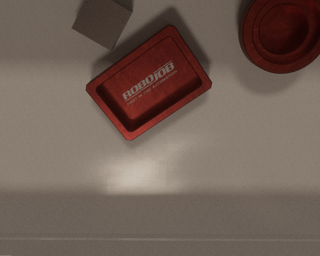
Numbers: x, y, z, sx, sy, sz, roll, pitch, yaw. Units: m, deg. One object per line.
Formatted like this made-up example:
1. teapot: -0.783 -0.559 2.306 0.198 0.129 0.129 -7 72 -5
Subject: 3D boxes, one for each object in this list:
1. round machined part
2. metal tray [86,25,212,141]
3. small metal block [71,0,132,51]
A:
1. round machined part: 0.140 -0.116 0.362 0.099 0.042 0.097 0 110 -1
2. metal tray: -0.013 -0.055 0.388 0.130 0.030 0.090 -34 107 11
3. small metal block: -0.067 -0.127 0.364 0.050 0.025 0.050 29 107 -11
